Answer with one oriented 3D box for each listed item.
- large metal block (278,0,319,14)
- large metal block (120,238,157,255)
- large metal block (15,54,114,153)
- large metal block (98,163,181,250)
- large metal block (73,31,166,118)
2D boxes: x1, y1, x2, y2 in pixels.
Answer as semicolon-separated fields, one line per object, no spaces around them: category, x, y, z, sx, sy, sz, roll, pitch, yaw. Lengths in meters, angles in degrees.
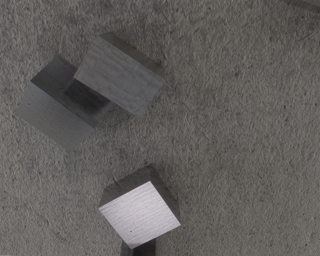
large metal block;0.171;-0.174;0.334;0.080;0.050;0.079;16;109;-6
large metal block;-0.029;0.213;0.459;0.050;0.080;0.079;-3;110;1
large metal block;-0.112;-0.025;0.366;0.080;0.050;0.080;39;141;-13
large metal block;-0.027;0.110;0.437;0.080;0.050;0.080;-29;108;10
large metal block;-0.042;-0.065;0.356;0.080;0.080;0.050;32;107;-11
